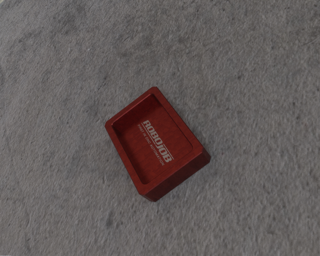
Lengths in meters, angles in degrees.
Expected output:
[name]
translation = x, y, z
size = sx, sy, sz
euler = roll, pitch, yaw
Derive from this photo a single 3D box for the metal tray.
[metal tray]
translation = -0.008, 0.016, 0.395
size = 0.090, 0.030, 0.130
euler = -37, 51, 3
